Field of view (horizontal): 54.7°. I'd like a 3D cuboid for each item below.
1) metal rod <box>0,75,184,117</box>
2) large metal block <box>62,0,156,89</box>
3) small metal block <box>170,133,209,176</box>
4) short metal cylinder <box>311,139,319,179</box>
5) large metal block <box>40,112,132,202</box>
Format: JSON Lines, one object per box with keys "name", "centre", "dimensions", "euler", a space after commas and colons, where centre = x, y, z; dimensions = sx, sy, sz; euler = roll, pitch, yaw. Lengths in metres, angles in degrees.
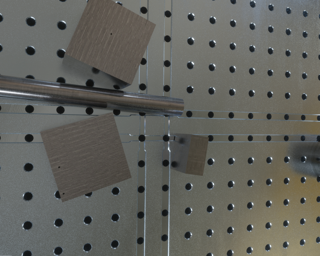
{"name": "metal rod", "centre": [-0.113, -0.041, 0.371], "dimensions": [0.302, 0.025, 0.025], "euler": [5, 88, -20]}
{"name": "large metal block", "centre": [-0.063, -0.103, 0.377], "dimensions": [0.080, 0.050, 0.080], "euler": [23, 82, -19]}
{"name": "small metal block", "centre": [0.038, 0.034, 0.415], "dimensions": [0.025, 0.050, 0.050], "euler": [11, 86, -20]}
{"name": "short metal cylinder", "centre": [0.302, 0.053, 0.514], "dimensions": [0.081, 0.050, 0.079], "euler": [0, 90, -20]}
{"name": "large metal block", "centre": [-0.089, 0.031, 0.367], "dimensions": [0.081, 0.050, 0.080], "euler": [-17, 96, -20]}
